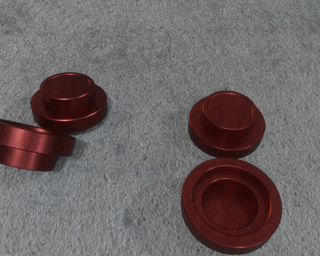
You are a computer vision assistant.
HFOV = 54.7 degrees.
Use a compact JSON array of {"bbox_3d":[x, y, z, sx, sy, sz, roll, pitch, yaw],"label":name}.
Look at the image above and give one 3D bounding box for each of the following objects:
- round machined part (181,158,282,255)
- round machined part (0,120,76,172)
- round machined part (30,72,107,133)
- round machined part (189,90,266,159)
[{"bbox_3d":[0.071,0.083,0.323,0.099,0.042,0.098,0,50,0],"label":"round machined part"},{"bbox_3d":[-0.150,0.020,0.350,0.098,0.098,0.042,14,88,11],"label":"round machined part"},{"bbox_3d":[-0.120,-0.040,0.413,0.099,0.042,0.098,3,39,-2],"label":"round machined part"},{"bbox_3d":[0.087,-0.011,0.402,0.099,0.042,0.098,0,50,0],"label":"round machined part"}]
